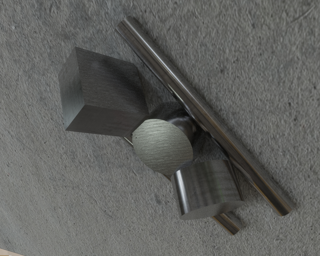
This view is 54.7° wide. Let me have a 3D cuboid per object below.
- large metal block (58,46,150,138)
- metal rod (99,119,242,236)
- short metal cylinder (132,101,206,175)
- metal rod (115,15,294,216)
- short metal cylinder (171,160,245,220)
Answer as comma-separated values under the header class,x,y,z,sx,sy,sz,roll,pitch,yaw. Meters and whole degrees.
class,x,y,z,sx,sy,sz,roll,pitch,yaw
large metal block,-0.067,-0.039,0.364,0.050,0.081,0.080,-42,53,39
metal rod,-0.004,0.043,0.436,0.300,0.025,0.025,42,129,-1
short metal cylinder,0.012,0.013,0.393,0.080,0.050,0.079,13,124,21
metal rod,0.057,-0.010,0.372,0.300,0.025,0.025,48,129,-6
short metal cylinder,0.058,0.078,0.383,0.080,0.081,0.050,-36,56,38
